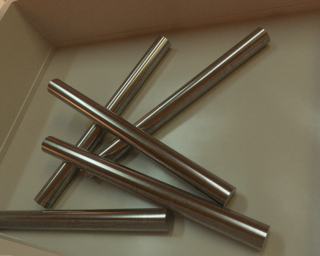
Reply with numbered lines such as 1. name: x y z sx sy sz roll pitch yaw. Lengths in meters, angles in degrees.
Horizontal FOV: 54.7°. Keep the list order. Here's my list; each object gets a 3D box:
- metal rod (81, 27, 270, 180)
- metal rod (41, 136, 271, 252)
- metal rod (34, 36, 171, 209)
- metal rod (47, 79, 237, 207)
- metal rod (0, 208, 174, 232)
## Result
1. metal rod: 0.018 -0.031 0.415 0.300 0.025 0.025 -38 51 2
2. metal rod: -0.027 0.063 0.360 0.300 0.025 0.025 18 71 28
3. metal rod: -0.078 -0.016 0.456 0.025 0.025 0.300 27 76 37
4. metal rod: -0.042 0.005 0.392 0.300 0.025 0.025 30 78 27
5. metal rod: -0.125 0.118 0.399 0.300 0.025 0.025 -7 59 24
